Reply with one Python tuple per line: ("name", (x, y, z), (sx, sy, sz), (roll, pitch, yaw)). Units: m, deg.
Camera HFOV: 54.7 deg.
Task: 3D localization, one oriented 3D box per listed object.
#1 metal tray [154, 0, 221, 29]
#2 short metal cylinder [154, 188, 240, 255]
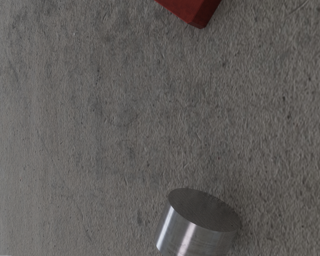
("metal tray", (0.047, -0.196, 0.363), (0.090, 0.030, 0.129), (46, 117, 30))
("short metal cylinder", (0.039, 0.108, 0.337), (0.080, 0.081, 0.050), (29, 108, 36))
